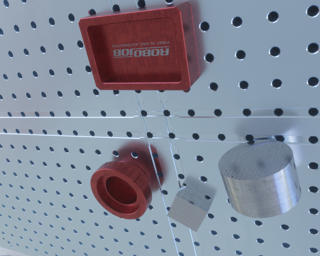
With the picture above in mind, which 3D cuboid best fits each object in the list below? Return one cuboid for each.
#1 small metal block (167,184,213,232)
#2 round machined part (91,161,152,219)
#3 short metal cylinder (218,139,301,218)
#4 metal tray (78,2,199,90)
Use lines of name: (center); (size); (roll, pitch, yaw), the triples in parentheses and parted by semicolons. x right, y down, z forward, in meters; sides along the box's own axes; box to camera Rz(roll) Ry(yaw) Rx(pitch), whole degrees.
small metal block: (0.044, 0.120, 0.462); (0.050, 0.025, 0.050); (27, 128, 11)
round machined part: (-0.056, 0.092, 0.487); (0.098, 0.042, 0.097); (13, 124, 21)
short metal cylinder: (0.112, 0.055, 0.350); (0.080, 0.080, 0.050); (-7, 115, 31)
metal tray: (-0.025, -0.091, 0.364); (0.130, 0.030, 0.089); (4, 120, 26)
